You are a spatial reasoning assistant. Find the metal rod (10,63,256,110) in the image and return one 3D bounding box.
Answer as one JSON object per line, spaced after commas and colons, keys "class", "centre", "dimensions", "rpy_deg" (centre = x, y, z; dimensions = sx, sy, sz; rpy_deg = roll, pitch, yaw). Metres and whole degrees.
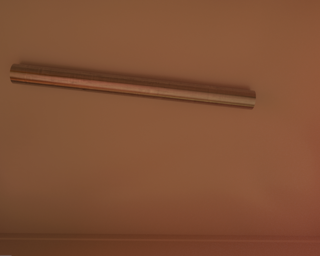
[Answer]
{"class": "metal rod", "centre": [-0.031, -0.052, 0.391], "dimensions": [0.302, 0.025, 0.025], "rpy_deg": [6, 110, -3]}
